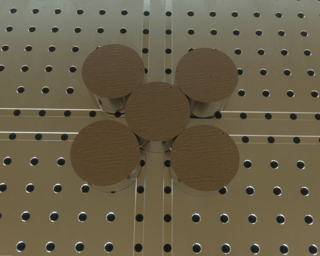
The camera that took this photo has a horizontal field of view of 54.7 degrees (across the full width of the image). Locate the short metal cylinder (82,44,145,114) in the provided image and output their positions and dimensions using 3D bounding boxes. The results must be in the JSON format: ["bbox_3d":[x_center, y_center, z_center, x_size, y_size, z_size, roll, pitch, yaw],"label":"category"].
[{"bbox_3d":[-0.060,-0.066,0.421,0.081,0.050,0.080,0,70,0],"label":"short metal cylinder"}]

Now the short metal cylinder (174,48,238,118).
[{"bbox_3d":[0.060,-0.060,0.419,0.081,0.050,0.080,0,70,0],"label":"short metal cylinder"}]

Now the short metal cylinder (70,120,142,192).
[{"bbox_3d":[-0.064,0.036,0.383,0.081,0.050,0.080,0,70,0],"label":"short metal cylinder"}]

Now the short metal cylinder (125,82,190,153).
[{"bbox_3d":[-0.003,-0.013,0.403,0.081,0.050,0.080,0,70,0],"label":"short metal cylinder"}]

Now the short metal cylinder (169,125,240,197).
[{"bbox_3d":[0.052,0.042,0.383,0.081,0.050,0.080,0,70,0],"label":"short metal cylinder"}]
